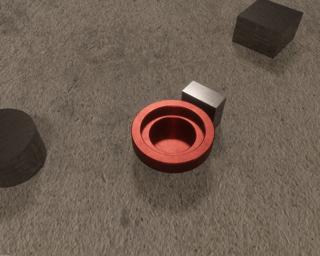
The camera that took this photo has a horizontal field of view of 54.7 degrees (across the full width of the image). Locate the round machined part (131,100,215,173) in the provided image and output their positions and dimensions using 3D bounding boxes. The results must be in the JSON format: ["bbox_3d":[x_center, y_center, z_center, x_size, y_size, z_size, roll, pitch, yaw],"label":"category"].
[{"bbox_3d":[0.015,0.014,0.380,0.099,0.042,0.098,0,50,0],"label":"round machined part"}]

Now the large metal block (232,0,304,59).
[{"bbox_3d":[0.185,-0.174,0.536,0.080,0.050,0.080,33,57,24],"label":"large metal block"}]

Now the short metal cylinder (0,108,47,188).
[{"bbox_3d":[-0.182,0.023,0.365,0.081,0.050,0.080,0,50,0],"label":"short metal cylinder"}]

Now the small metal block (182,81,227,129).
[{"bbox_3d":[0.056,-0.027,0.411,0.050,0.050,0.025,30,56,23],"label":"small metal block"}]
